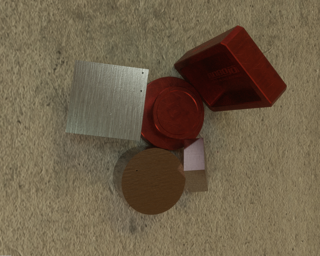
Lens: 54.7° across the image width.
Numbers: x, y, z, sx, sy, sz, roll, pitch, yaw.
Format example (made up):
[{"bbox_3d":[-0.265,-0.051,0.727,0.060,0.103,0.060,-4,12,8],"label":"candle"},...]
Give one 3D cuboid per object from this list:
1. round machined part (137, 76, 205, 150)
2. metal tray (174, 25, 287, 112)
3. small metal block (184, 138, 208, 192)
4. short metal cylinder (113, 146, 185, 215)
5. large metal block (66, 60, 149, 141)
[{"bbox_3d":[0.016,-0.020,0.409,0.099,0.042,0.097,0,90,-21],"label":"round machined part"},{"bbox_3d":[0.079,-0.065,0.384,0.030,0.130,0.090,-46,105,-14],"label":"metal tray"},{"bbox_3d":[0.047,0.049,0.404,0.025,0.050,0.050,-5,137,10],"label":"small metal block"},{"bbox_3d":[-0.015,0.064,0.393,0.081,0.050,0.079,0,90,-21],"label":"short metal cylinder"},{"bbox_3d":[-0.058,-0.029,0.363,0.081,0.050,0.080,7,88,-3],"label":"large metal block"}]
